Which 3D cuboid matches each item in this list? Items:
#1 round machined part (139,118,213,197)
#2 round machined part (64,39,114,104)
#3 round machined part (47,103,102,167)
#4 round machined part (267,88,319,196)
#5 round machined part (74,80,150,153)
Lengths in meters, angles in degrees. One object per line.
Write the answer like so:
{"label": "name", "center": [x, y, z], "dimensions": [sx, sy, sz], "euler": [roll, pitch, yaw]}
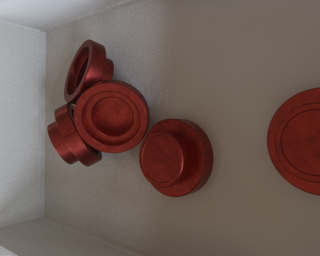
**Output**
{"label": "round machined part", "center": [0.013, 0.037, 0.384], "dimensions": [0.098, 0.042, 0.097], "euler": [0, 90, 39]}
{"label": "round machined part", "center": [-0.104, -0.078, 0.464], "dimensions": [0.098, 0.042, 0.098], "euler": [-31, 50, 45]}
{"label": "round machined part", "center": [-0.129, 0.015, 0.460], "dimensions": [0.042, 0.098, 0.098], "euler": [-29, 68, -1]}
{"label": "round machined part", "center": [0.144, 0.012, 0.277], "dimensions": [0.098, 0.042, 0.097], "euler": [0, 90, 39]}
{"label": "round machined part", "center": [-0.063, -0.018, 0.424], "dimensions": [0.099, 0.042, 0.097], "euler": [1, 109, 2]}
